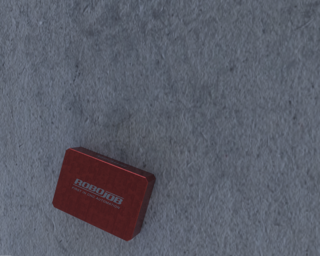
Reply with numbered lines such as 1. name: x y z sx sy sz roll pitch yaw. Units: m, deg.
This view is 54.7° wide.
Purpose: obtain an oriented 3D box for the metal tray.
1. metal tray: -0.080 0.088 0.433 0.130 0.030 0.089 18 96 18
